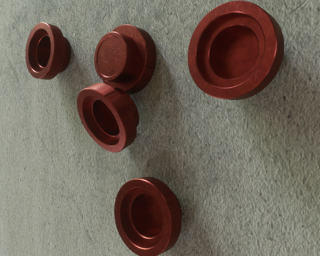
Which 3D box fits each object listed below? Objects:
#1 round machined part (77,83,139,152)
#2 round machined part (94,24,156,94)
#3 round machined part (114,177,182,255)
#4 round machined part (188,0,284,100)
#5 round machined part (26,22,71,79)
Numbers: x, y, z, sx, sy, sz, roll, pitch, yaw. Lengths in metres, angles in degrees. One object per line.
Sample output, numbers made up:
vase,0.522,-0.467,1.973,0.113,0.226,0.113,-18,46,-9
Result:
round machined part,-0.068,-0.018,0.433,0.098,0.042,0.097,26,134,31
round machined part,-0.056,-0.098,0.440,0.098,0.042,0.097,0,90,40
round machined part,-0.011,0.112,0.403,0.098,0.042,0.097,0,90,40
round machined part,0.081,-0.078,0.327,0.098,0.042,0.097,0,90,40
round machined part,-0.198,-0.135,0.558,0.098,0.042,0.097,0,90,40
